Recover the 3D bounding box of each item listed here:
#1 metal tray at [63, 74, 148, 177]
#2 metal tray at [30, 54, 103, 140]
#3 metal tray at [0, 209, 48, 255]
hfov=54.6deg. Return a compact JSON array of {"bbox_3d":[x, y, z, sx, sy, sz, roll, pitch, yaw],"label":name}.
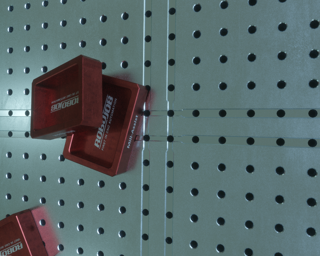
[{"bbox_3d":[-0.078,-0.007,0.438,0.090,0.030,0.129,18,96,19],"label":"metal tray"},{"bbox_3d":[-0.132,-0.037,0.426,0.130,0.030,0.090,-12,76,40],"label":"metal tray"},{"bbox_3d":[-0.251,0.198,0.499,0.130,0.030,0.090,-28,81,17],"label":"metal tray"}]
